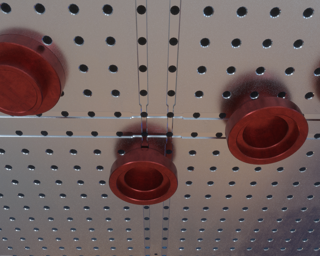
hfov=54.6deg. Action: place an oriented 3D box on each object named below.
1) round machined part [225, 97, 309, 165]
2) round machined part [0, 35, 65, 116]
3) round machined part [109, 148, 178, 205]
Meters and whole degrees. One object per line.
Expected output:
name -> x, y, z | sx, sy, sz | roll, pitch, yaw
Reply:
round machined part -> 0.133, -0.001, 0.401 | 0.099, 0.042, 0.097 | 0, 130, 0
round machined part -> -0.164, -0.052, 0.355 | 0.099, 0.042, 0.097 | 0, 130, 0
round machined part -> -0.024, 0.067, 0.457 | 0.099, 0.042, 0.097 | 0, 130, 0
